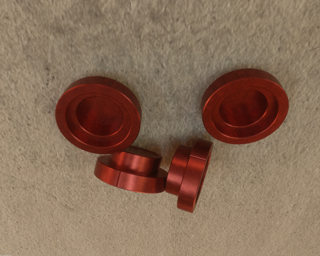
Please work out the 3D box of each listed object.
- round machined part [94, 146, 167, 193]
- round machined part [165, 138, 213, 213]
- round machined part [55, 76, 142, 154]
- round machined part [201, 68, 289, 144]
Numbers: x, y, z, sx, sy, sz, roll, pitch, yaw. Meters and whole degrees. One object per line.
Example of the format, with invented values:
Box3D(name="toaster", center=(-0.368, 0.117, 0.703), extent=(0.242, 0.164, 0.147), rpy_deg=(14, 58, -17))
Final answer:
Box3D(name="round machined part", center=(-0.035, 0.050, 0.414), extent=(0.099, 0.098, 0.042), rpy_deg=(14, 94, -12))
Box3D(name="round machined part", center=(0.038, 0.060, 0.416), extent=(0.042, 0.098, 0.097), rpy_deg=(16, 131, 13))
Box3D(name="round machined part", center=(-0.071, -0.019, 0.374), extent=(0.099, 0.042, 0.097), rpy_deg=(1, 125, 2))
Box3D(name="round machined part", center=(0.098, -0.029, 0.373), extent=(0.099, 0.042, 0.097), rpy_deg=(-1, 130, 0))
